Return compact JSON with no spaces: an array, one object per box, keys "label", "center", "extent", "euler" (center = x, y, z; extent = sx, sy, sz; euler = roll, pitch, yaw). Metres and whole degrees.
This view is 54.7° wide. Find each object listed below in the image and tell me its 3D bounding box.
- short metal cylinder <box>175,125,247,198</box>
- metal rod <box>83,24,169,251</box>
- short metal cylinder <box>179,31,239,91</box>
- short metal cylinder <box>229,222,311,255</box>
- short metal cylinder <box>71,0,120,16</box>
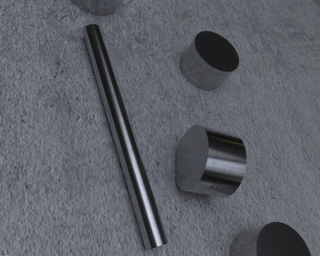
[{"label":"short metal cylinder","center":[0.059,0.041,0.375],"extent":[0.050,0.080,0.080],"euler":[14,56,-20]},{"label":"metal rod","center":[-0.049,-0.006,0.380],"extent":[0.025,0.025,0.299],"euler":[-6,65,-31]},{"label":"short metal cylinder","center":[0.078,-0.107,0.495],"extent":[0.081,0.050,0.080],"euler":[14,56,-21]},{"label":"short metal cylinder","center":[0.129,0.156,0.362],"extent":[0.081,0.050,0.080],"euler":[14,56,-21]},{"label":"short metal cylinder","center":[-0.095,-0.218,0.470],"extent":[0.081,0.050,0.080],"euler":[14,56,-21]}]
